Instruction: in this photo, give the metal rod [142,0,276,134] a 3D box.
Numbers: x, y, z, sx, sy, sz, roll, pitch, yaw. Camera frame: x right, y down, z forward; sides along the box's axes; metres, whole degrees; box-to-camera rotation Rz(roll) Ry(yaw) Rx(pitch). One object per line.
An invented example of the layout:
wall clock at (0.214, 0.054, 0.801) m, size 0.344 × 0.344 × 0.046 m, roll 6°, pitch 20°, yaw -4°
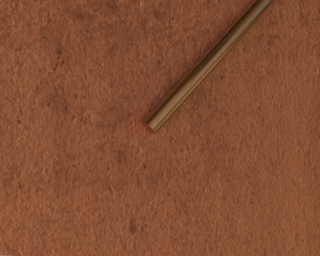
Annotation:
metal rod at (0.083, -0.109, 0.440) m, size 0.025 × 0.025 × 0.301 m, roll 46°, pitch 76°, yaw -15°
